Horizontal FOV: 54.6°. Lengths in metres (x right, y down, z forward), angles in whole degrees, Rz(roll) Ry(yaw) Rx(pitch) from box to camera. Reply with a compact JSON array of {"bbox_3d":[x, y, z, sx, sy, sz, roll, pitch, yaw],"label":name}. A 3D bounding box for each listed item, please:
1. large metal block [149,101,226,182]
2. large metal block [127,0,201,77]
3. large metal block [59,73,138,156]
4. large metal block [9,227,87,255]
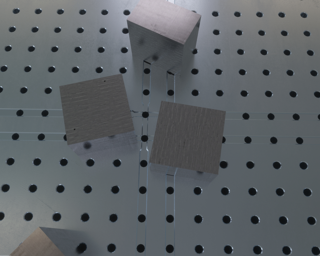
[{"bbox_3d":[0.034,0.018,0.392,0.080,0.050,0.080,10,70,3],"label":"large metal block"},{"bbox_3d":[0.005,-0.126,0.429,0.080,0.080,0.050,26,72,9],"label":"large metal block"},{"bbox_3d":[-0.079,-0.016,0.404,0.080,0.050,0.080,-13,71,-5],"label":"large metal block"},{"bbox_3d":[-0.128,0.154,0.326,0.050,0.080,0.080,42,75,13],"label":"large metal block"}]
